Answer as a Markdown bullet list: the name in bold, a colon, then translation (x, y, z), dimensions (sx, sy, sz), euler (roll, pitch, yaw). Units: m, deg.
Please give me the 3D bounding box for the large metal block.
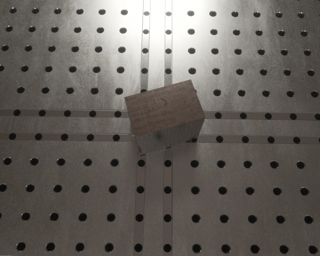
- **large metal block**: translation (0.005, -0.010, 0.386), dimensions (0.081, 0.080, 0.050), euler (-16, 71, -6)
